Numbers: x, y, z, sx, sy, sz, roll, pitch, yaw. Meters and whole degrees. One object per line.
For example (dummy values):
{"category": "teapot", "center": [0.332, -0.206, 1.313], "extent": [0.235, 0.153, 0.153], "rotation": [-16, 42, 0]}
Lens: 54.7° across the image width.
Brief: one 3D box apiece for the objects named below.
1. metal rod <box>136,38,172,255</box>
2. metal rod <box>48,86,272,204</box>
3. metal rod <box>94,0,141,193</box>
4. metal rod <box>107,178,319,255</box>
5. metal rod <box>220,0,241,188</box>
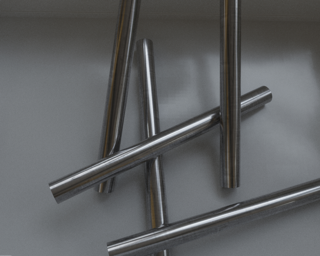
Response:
{"category": "metal rod", "center": [-0.011, 0.016, 0.403], "extent": [0.025, 0.025, 0.299], "rotation": [-4, 70, -2]}
{"category": "metal rod", "center": [0.016, 0.012, 0.382], "extent": [0.302, 0.025, 0.025], "rotation": [-24, 72, -18]}
{"category": "metal rod", "center": [-0.047, -0.070, 0.372], "extent": [0.025, 0.025, 0.298], "rotation": [9, 94, 3]}
{"category": "metal rod", "center": [0.091, 0.099, 0.357], "extent": [0.302, 0.025, 0.025], "rotation": [-13, 71, -12]}
{"category": "metal rod", "center": [0.085, -0.077, 0.374], "extent": [0.025, 0.025, 0.298], "rotation": [-1, 95, -1]}
